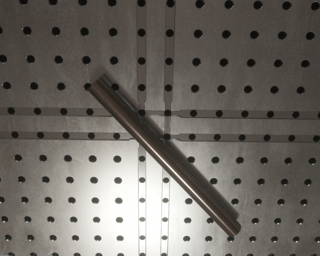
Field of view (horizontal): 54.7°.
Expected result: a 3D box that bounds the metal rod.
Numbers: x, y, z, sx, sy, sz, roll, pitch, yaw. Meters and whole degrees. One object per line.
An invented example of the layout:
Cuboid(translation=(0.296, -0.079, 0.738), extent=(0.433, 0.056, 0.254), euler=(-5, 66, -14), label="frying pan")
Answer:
Cuboid(translation=(0.015, 0.049, 0.431), extent=(0.025, 0.025, 0.300), euler=(-39, 106, 13), label="metal rod")
